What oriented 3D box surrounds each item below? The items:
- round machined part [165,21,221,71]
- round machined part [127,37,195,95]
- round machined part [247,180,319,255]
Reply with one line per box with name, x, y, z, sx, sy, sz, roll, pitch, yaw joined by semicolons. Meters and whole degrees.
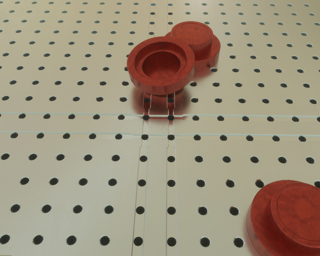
round machined part;0.052;-0.141;0.516;0.099;0.042;0.098;0;50;0
round machined part;0.003;-0.087;0.463;0.098;0.042;0.098;-3;58;5
round machined part;0.143;0.095;0.317;0.099;0.042;0.098;0;50;0
